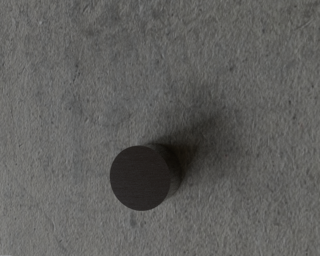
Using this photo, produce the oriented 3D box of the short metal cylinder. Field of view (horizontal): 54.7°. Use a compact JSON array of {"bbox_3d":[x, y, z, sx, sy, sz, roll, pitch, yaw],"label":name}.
[{"bbox_3d":[-0.017,0.061,0.401,0.080,0.050,0.079,0,90,19],"label":"short metal cylinder"}]
